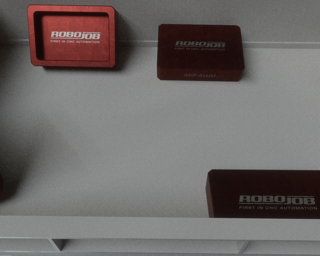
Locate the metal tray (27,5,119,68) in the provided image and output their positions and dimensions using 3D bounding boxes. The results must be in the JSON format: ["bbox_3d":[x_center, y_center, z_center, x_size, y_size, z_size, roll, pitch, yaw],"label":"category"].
[{"bbox_3d":[-0.132,-0.141,0.480,0.131,0.089,0.030,1,12,1],"label":"metal tray"}]

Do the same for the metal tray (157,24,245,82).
[{"bbox_3d":[0.062,-0.120,0.490,0.131,0.030,0.090,1,63,1],"label":"metal tray"}]

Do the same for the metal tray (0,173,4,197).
[{"bbox_3d":[-0.230,0.028,0.312,0.091,0.129,0.030,-19,26,-15],"label":"metal tray"}]

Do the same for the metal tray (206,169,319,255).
[{"bbox_3d":[0.118,0.086,0.320,0.131,0.030,0.090,1,40,0],"label":"metal tray"}]
